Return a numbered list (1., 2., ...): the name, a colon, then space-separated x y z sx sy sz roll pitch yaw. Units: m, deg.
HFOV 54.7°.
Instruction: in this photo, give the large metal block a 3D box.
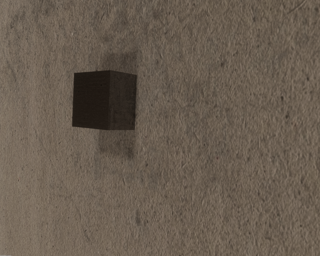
1. large metal block: -0.082 -0.039 0.454 0.080 0.050 0.079 5 93 39
